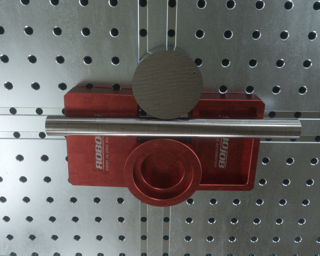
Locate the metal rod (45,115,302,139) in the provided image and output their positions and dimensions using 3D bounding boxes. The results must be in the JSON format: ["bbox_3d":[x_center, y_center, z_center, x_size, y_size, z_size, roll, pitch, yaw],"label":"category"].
[{"bbox_3d":[0.017,-0.001,0.377,0.302,0.025,0.025,1,110,-1],"label":"metal rod"}]

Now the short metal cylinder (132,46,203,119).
[{"bbox_3d":[0.009,-0.056,0.375,0.081,0.050,0.079,0,110,0],"label":"short metal cylinder"}]

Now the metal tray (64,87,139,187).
[{"bbox_3d":[-0.074,0.014,0.410,0.091,0.030,0.129,2,110,-1],"label":"metal tray"}]

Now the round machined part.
[{"bbox_3d":[0.004,0.051,0.409,0.099,0.042,0.097,0,110,0],"label":"round machined part"}]

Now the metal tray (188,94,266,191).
[{"bbox_3d":[0.084,0.021,0.415,0.091,0.030,0.129,1,110,-1],"label":"metal tray"}]
